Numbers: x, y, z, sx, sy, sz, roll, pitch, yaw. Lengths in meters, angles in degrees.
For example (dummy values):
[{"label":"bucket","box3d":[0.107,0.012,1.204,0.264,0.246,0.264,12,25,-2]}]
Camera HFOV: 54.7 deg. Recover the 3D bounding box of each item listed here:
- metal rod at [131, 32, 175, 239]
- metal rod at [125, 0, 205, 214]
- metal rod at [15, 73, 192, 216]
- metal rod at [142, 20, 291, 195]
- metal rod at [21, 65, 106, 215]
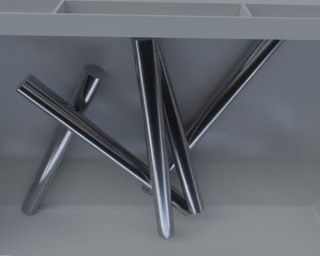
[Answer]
[{"label":"metal rod","box3d":[-0.003,0.034,0.380,0.025,0.025,0.298,-4,125,3]},{"label":"metal rod","box3d":[0.016,-0.004,0.381,0.025,0.025,0.298,-12,122,9]},{"label":"metal rod","box3d":[-0.051,0.038,0.406,0.025,0.025,0.300,-32,124,24]},{"label":"metal rod","box3d":[0.054,-0.005,0.406,0.025,0.025,0.298,22,127,-18]},{"label":"metal rod","box3d":[-0.147,0.035,0.436,0.025,0.025,0.298,23,126,-19]}]
